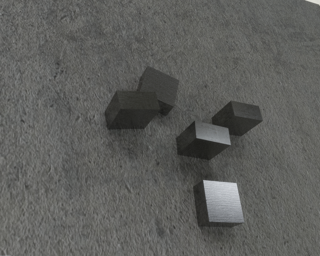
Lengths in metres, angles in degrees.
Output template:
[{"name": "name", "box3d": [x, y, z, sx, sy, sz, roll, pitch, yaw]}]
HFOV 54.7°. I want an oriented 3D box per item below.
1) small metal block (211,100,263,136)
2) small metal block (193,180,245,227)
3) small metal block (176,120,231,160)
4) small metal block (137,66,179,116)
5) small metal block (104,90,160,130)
[{"name": "small metal block", "box3d": [0.113, -0.013, 0.456, 0.050, 0.050, 0.025, 8, 58, -24]}, {"name": "small metal block", "box3d": [0.072, 0.095, 0.384, 0.050, 0.025, 0.050, 9, 58, -23]}, {"name": "small metal block", "box3d": [0.056, 0.018, 0.407, 0.050, 0.050, 0.025, 12, 57, -22]}, {"name": "small metal block", "box3d": [-0.004, -0.052, 0.433, 0.050, 0.025, 0.050, 23, 53, -14]}, {"name": "small metal block", "box3d": [-0.035, -0.021, 0.381, 0.050, 0.050, 0.025, -1, 63, -29]}]
